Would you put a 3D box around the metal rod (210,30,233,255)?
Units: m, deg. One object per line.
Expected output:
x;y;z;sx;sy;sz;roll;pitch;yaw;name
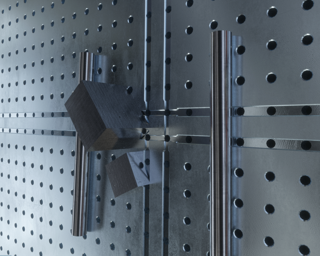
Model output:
0.069;0.042;0.350;0.025;0.025;0.298;0;90;39;metal rod

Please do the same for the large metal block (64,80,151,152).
-0.072;-0.016;0.431;0.050;0.081;0.080;-45;63;30;large metal block

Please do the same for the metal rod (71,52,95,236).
-0.126;0.028;0.510;0.025;0.025;0.298;5;93;39;metal rod

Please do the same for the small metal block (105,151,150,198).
-0.047;0.067;0.446;0.050;0.025;0.050;-32;71;35;small metal block
